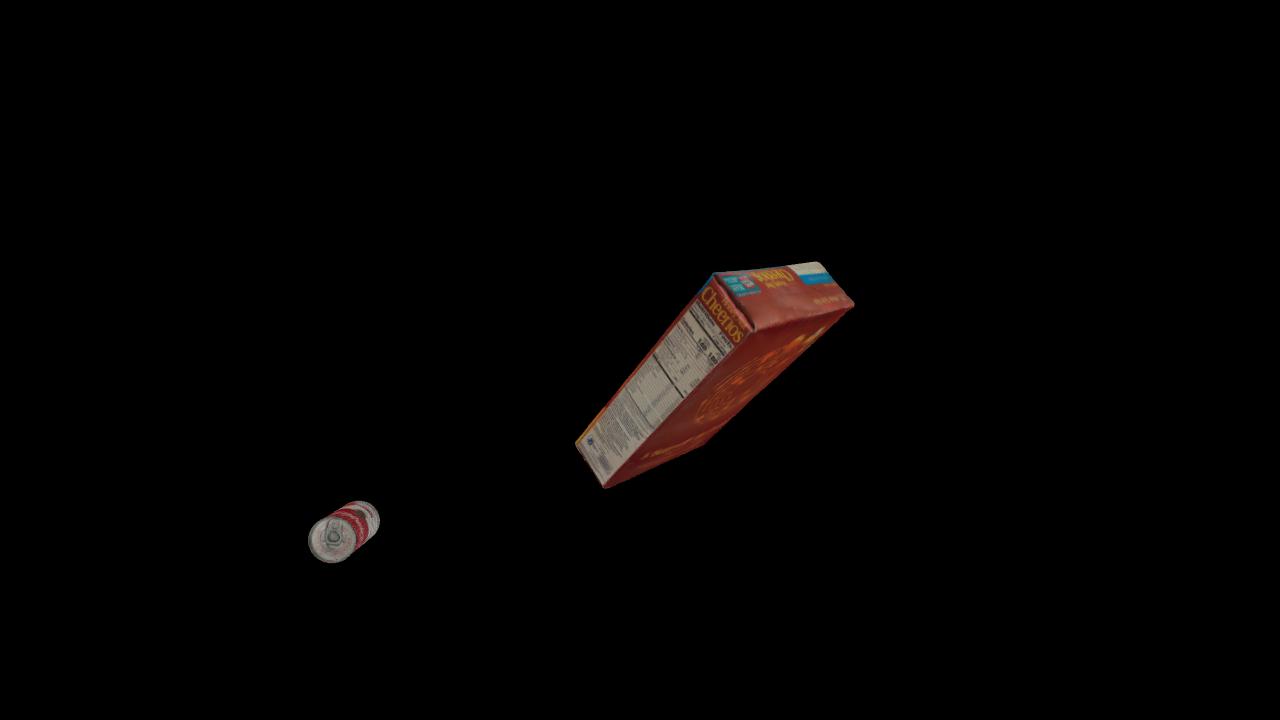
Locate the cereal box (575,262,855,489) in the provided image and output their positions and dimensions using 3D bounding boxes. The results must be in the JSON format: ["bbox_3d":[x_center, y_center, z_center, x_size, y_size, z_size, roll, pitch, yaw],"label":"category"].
[{"bbox_3d":[0.079,0.018,0.711,0.203,0.081,0.306,-15,-28,-45],"label":"cereal box"}]

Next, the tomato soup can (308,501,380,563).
[{"bbox_3d":[-0.442,0.257,0.927,0.068,0.068,0.101,0,1,-3],"label":"tomato soup can"}]
